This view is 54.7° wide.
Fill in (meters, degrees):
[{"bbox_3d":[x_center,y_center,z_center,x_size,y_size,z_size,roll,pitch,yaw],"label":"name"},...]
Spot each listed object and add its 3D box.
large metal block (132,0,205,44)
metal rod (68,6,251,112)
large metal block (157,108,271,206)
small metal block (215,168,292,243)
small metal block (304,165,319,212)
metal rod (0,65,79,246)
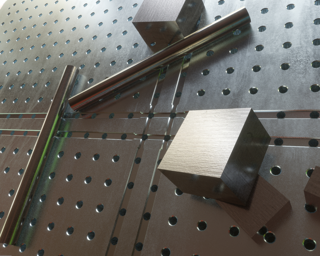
[{"bbox_3d":[0.015,-0.182,0.497,0.080,0.050,0.080,11,67,32],"label":"large metal block"},{"bbox_3d":[-0.008,-0.100,0.474,0.300,0.025,0.025,-25,53,12],"label":"metal rod"},{"bbox_3d":[0.057,0.027,0.325,0.080,0.050,0.080,0,52,47],"label":"large metal block"},{"bbox_3d":[0.094,0.077,0.312,0.050,0.025,0.050,-44,51,-2],"label":"small metal block"},{"bbox_3d":[0.158,0.062,0.271,0.050,0.050,0.025,23,75,36],"label":"small metal block"},{"bbox_3d":[-0.183,0.026,0.488,0.025,0.025,0.300,-3,60,26],"label":"metal rod"}]
